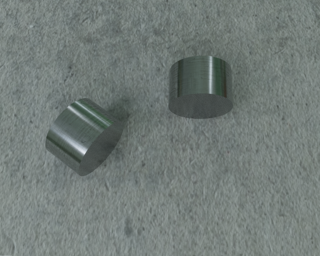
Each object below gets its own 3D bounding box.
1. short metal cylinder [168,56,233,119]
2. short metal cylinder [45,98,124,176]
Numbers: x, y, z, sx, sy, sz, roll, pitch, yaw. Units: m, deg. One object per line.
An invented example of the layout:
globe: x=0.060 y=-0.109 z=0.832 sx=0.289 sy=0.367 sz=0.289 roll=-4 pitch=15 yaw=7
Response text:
short metal cylinder: x=0.052 y=-0.049 z=0.398 sx=0.081 sy=0.080 sz=0.050 roll=2 pitch=70 yaw=0
short metal cylinder: x=-0.089 y=0.011 z=0.374 sx=0.050 sy=0.080 sz=0.080 roll=35 pitch=74 yaw=11
